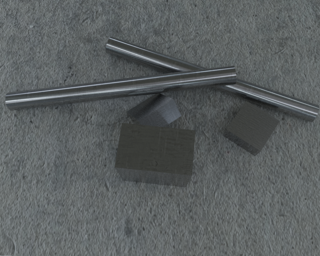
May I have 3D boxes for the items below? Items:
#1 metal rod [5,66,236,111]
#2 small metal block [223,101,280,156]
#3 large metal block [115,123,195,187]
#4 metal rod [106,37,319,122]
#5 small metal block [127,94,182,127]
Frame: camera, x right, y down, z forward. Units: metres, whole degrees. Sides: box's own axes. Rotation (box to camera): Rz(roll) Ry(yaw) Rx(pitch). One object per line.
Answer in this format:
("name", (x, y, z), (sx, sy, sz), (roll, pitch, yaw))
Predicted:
("metal rod", (-0.052, -0.053, 0.412), (0.302, 0.025, 0.025), (-6, 70, 2))
("small metal block", (0.120, 0.001, 0.409), (0.050, 0.025, 0.050), (34, 73, 11))
("large metal block", (-0.004, 0.035, 0.366), (0.080, 0.080, 0.050), (6, 70, 2))
("metal rod", (0.067, -0.070, 0.434), (0.301, 0.025, 0.025), (20, 71, 6))
("small metal block", (-0.009, -0.018, 0.399), (0.050, 0.050, 0.025), (-33, 115, -12))
